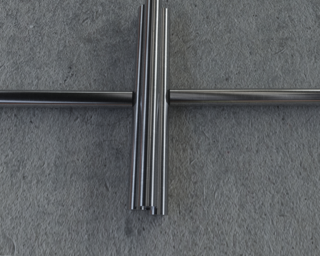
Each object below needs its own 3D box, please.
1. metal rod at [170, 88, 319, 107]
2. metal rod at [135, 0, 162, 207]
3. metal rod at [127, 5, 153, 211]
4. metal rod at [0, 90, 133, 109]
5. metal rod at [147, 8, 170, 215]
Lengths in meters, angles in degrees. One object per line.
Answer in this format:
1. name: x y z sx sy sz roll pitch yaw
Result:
1. metal rod: 0.164 -0.042 0.427 0.302 0.025 0.025 0 70 -1
2. metal rod: -0.013 -0.050 0.406 0.025 0.025 0.299 1 70 0
3. metal rod: -0.024 -0.041 0.425 0.025 0.025 0.299 1 70 0
4. metal rod: -0.188 -0.040 0.421 0.302 0.025 0.025 0 70 -1
5. metal rod: 0.000 -0.036 0.423 0.025 0.025 0.299 1 70 0
